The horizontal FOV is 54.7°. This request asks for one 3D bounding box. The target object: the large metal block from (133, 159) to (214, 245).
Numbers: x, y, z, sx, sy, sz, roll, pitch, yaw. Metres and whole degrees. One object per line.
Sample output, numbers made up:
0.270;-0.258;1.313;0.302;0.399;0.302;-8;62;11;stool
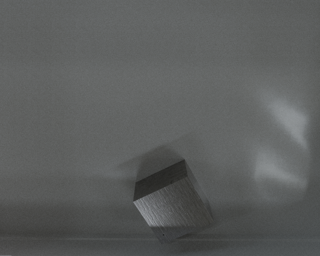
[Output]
0.019;0.104;0.437;0.080;0.050;0.080;-27;108;9;large metal block
